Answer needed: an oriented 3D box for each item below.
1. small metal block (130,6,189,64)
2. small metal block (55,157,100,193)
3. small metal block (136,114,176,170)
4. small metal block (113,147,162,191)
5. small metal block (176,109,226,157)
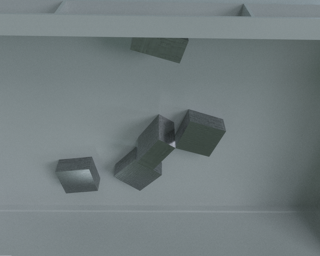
[{"bbox_3d":[-0.001,-0.094,0.312,0.050,0.050,0.025,13,129,-11],"label":"small metal block"},{"bbox_3d":[-0.123,0.072,0.469,0.050,0.025,0.050,-6,130,4],"label":"small metal block"},{"bbox_3d":[-0.006,0.019,0.408,0.025,0.050,0.050,28,125,-22],"label":"small metal block"},{"bbox_3d":[-0.033,0.062,0.461,0.050,0.025,0.050,34,122,-26],"label":"small metal block"},{"bbox_3d":[0.053,0.008,0.416,0.050,0.025,0.050,15,129,-13],"label":"small metal block"}]
